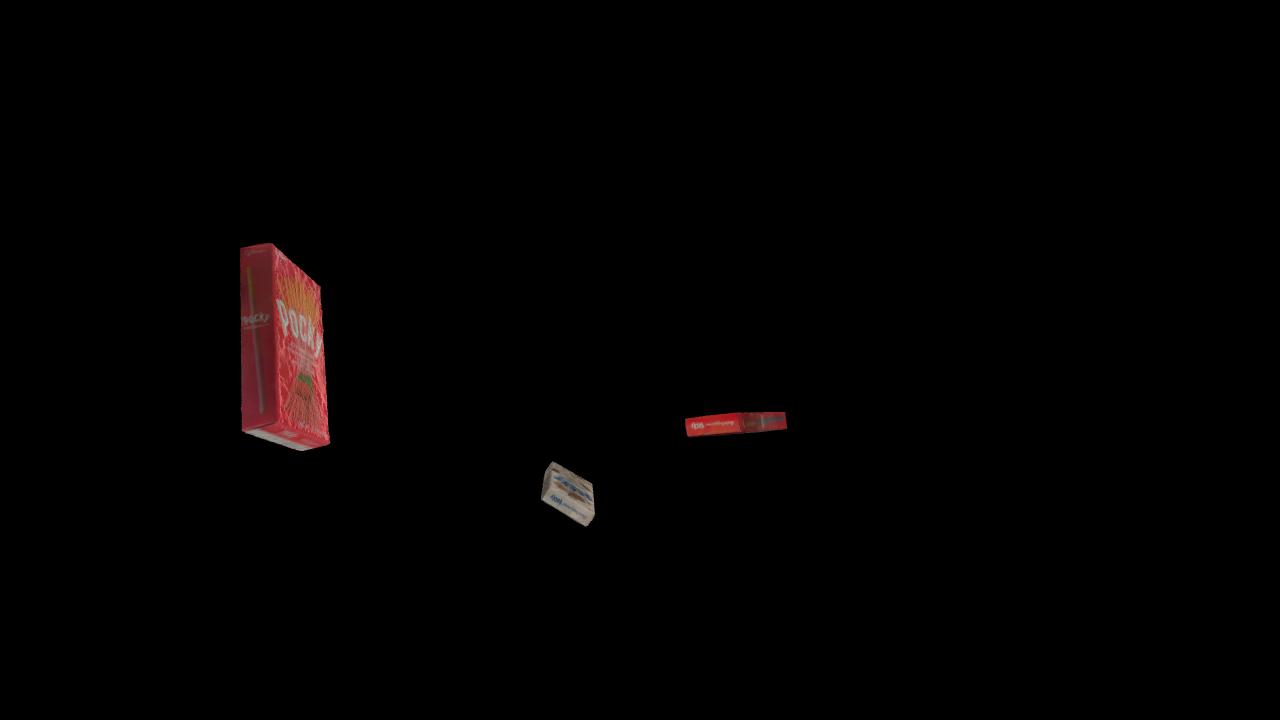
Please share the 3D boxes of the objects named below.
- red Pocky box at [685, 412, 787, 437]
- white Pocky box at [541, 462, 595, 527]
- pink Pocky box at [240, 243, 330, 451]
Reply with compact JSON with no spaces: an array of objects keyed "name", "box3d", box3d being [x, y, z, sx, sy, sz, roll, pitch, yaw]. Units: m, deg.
[{"name":"red Pocky box","box3d":[0.136,0.088,0.850,0.083,0.028,0.155,-9,-8,34]},{"name":"white Pocky box","box3d":[-0.115,0.211,0.987,0.084,0.028,0.154,33,1,-8]},{"name":"pink Pocky box","box3d":[-0.291,-0.009,0.505,0.029,0.155,0.084,-11,-18,-5]}]
